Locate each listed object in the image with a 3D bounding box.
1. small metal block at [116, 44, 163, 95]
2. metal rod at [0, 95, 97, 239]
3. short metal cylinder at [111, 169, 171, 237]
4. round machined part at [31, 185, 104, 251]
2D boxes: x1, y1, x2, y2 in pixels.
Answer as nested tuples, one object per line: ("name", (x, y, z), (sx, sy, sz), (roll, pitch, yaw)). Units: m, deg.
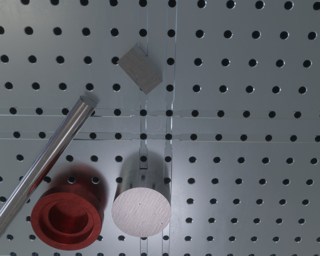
("small metal block", (-0.023, -0.072, 0.373), (0.025, 0.050, 0.050), (-39, 106, 13))
("metal rod", (-0.184, 0.077, 0.439), (0.025, 0.025, 0.299), (36, 106, -12))
("short metal cylinder", (-0.025, 0.106, 0.439), (0.081, 0.050, 0.079), (0, 110, 0))
("round machined part", (-0.130, 0.125, 0.449), (0.099, 0.042, 0.097), (0, 110, 0))
